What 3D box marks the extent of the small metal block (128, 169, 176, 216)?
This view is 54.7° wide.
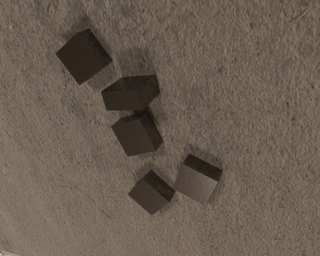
[{"bbox_3d":[-0.013,0.099,0.474,0.050,0.025,0.050,42,129,-1],"label":"small metal block"}]

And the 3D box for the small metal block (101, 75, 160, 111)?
[{"bbox_3d":[-0.035,-0.044,0.381,0.050,0.050,0.025,1,119,27],"label":"small metal block"}]

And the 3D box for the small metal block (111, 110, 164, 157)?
[{"bbox_3d":[-0.031,0.008,0.427,0.050,0.025,0.050,-14,112,33],"label":"small metal block"}]

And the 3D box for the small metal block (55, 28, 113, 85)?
[{"bbox_3d":[-0.098,-0.091,0.400,0.050,0.025,0.050,-27,104,37],"label":"small metal block"}]

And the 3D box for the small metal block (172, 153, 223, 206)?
[{"bbox_3d":[0.051,0.070,0.423,0.050,0.025,0.050,27,128,11],"label":"small metal block"}]
